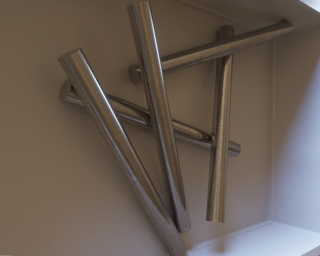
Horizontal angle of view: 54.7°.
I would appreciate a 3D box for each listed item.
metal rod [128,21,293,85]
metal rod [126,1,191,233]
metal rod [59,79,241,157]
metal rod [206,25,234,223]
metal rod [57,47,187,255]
[{"bbox_3d":[0.091,-0.117,0.452,0.302,0.025,0.025,-23,105,-28],"label":"metal rod"},{"bbox_3d":[0.004,0.004,0.381,0.025,0.025,0.298,-29,118,-37],"label":"metal rod"},{"bbox_3d":[0.012,-0.002,0.418,0.302,0.025,0.025,19,78,-39],"label":"metal rod"},{"bbox_3d":[0.091,-0.017,0.457,0.025,0.025,0.299,20,69,-39],"label":"metal rod"},{"bbox_3d":[-0.030,0.050,0.363,0.025,0.025,0.299,-43,122,-32],"label":"metal rod"}]
